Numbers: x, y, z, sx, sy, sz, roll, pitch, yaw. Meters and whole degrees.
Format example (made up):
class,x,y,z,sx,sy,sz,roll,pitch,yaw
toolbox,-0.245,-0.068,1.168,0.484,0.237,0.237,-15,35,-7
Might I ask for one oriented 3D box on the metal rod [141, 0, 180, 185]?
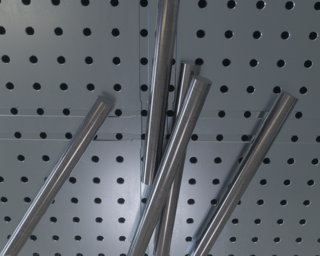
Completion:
class,x,y,z,sx,sy,sz,roll,pitch,yaw
metal rod,0.001,-0.064,0.389,0.025,0.025,0.298,6,110,-2

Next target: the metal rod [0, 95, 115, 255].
class,x,y,z,sx,sy,sz,roll,pitch,yaw
metal rod,-0.153,0.082,0.442,0.025,0.025,0.299,32,107,-11

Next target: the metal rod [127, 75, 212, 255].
class,x,y,z,sx,sy,sz,roll,pitch,yaw
metal rod,0.004,0.072,0.416,0.025,0.025,0.298,16,115,-6

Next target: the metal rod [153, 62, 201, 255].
class,x,y,z,sx,sy,sz,roll,pitch,yaw
metal rod,0.020,0.059,0.435,0.025,0.025,0.298,7,110,-3

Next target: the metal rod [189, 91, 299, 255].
class,x,y,z,sx,sy,sz,roll,pitch,yaw
metal rod,0.110,0.087,0.446,0.025,0.025,0.298,21,109,-8
